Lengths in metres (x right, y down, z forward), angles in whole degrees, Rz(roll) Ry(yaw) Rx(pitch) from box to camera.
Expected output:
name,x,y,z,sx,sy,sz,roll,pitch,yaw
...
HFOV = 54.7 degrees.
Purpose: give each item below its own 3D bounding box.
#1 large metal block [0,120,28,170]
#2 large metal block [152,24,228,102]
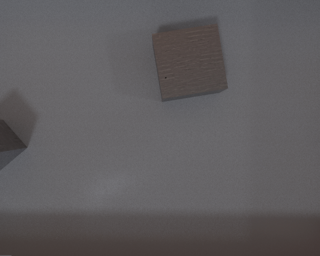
name,x,y,z,sx,sy,sz,roll,pitch,yaw
large metal block,-0.227,0.034,0.381,0.080,0.080,0.050,-40,91,0
large metal block,0.036,-0.081,0.399,0.081,0.050,0.080,-9,90,-1
